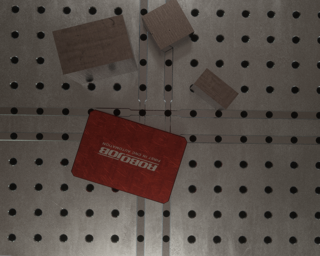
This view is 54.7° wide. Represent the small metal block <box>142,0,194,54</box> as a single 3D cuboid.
[{"bbox_3d":[0.010,-0.135,0.413,0.050,0.025,0.050,-29,90,-1],"label":"small metal block"}]

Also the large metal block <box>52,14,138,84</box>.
[{"bbox_3d":[-0.075,-0.093,0.385,0.080,0.080,0.050,-14,90,0],"label":"large metal block"}]

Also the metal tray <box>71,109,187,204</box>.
[{"bbox_3d":[-0.039,0.037,0.410,0.131,0.030,0.090,17,90,-1],"label":"metal tray"}]

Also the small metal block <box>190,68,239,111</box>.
[{"bbox_3d":[0.069,-0.048,0.402,0.050,0.050,0.025,39,90,-1],"label":"small metal block"}]
